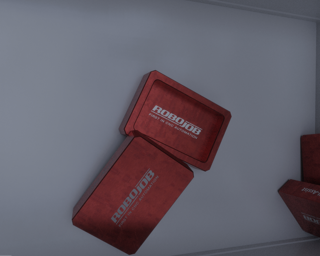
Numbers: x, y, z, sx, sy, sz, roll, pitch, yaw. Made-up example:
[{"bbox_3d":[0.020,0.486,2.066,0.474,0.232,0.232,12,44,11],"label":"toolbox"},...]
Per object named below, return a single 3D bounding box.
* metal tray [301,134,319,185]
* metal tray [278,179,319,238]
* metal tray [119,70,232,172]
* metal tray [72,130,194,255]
[{"bbox_3d":[0.262,0.072,0.465,0.030,0.090,0.129,0,84,-20],"label":"metal tray"},{"bbox_3d":[0.244,0.126,0.445,0.030,0.130,0.090,-39,103,-16],"label":"metal tray"},{"bbox_3d":[0.023,-0.007,0.415,0.131,0.030,0.090,27,81,-18],"label":"metal tray"},{"bbox_3d":[-0.033,0.079,0.378,0.090,0.030,0.130,36,93,-17],"label":"metal tray"}]
